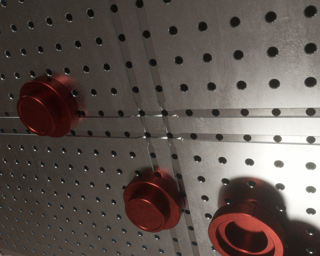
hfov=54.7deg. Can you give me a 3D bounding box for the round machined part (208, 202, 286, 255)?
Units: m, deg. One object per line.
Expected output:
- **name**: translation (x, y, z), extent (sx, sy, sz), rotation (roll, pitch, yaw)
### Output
- **round machined part**: translation (0.119, 0.140, 0.422), extent (0.098, 0.042, 0.097), rotation (13, 123, 22)

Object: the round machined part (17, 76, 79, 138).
- **round machined part**: translation (-0.178, -0.026, 0.475), extent (0.098, 0.042, 0.097), rotation (13, 124, 20)

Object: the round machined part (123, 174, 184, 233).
- **round machined part**: translation (-0.015, 0.123, 0.483), extent (0.098, 0.042, 0.097), rotation (13, 124, 20)
